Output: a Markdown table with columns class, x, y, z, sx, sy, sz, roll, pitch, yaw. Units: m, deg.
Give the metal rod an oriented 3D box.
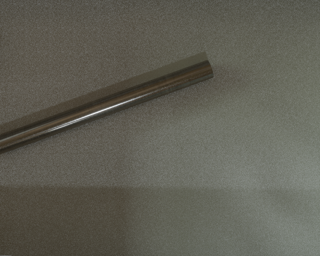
| class | x | y | z | sx | sy | sz | roll | pitch | yaw |
| --- | --- | --- | --- | --- | --- | --- | --- | --- | --- |
| metal rod | -0.075 | -0.027 | 0.410 | 0.302 | 0.025 | 0.025 | -20 | 90 | -1 |
